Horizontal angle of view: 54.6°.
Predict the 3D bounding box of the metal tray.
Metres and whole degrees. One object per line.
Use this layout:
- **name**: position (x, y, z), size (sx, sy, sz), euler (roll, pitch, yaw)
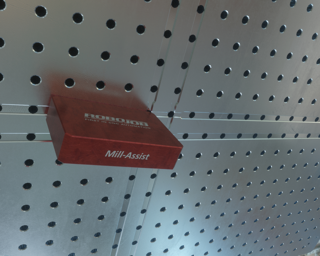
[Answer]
- **metal tray**: position (-0.051, 0.006, 0.344), size (0.131, 0.090, 0.030), euler (8, 114, -32)
